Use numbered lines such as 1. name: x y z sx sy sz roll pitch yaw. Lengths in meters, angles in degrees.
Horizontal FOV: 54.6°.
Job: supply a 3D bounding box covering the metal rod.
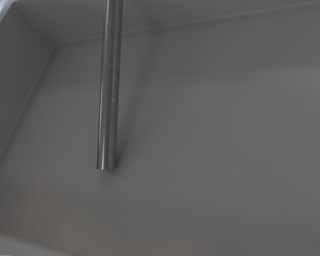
1. metal rod: -0.066 -0.095 0.419 0.025 0.025 0.298 2 88 29
